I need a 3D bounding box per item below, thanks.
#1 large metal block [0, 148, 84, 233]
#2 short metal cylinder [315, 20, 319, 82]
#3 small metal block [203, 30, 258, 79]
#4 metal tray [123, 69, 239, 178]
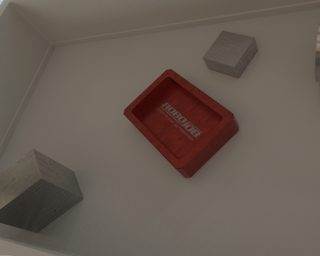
[{"bbox_3d":[-0.162,0.084,0.402,0.080,0.080,0.050,-37,51,3],"label":"large metal block"},{"bbox_3d":[0.195,-0.087,0.321,0.050,0.080,0.080,7,65,31],"label":"short metal cylinder"},{"bbox_3d":[0.095,-0.099,0.416,0.050,0.025,0.050,27,76,37],"label":"small metal block"},{"bbox_3d":[0.022,-0.011,0.396,0.090,0.030,0.130,-44,51,-3],"label":"metal tray"}]
